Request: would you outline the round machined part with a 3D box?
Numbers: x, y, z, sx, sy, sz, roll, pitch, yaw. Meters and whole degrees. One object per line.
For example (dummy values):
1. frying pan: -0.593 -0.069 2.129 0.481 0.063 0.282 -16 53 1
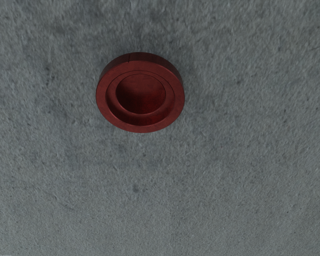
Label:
1. round machined part: -0.022 -0.044 0.358 0.099 0.042 0.097 -1 130 0
